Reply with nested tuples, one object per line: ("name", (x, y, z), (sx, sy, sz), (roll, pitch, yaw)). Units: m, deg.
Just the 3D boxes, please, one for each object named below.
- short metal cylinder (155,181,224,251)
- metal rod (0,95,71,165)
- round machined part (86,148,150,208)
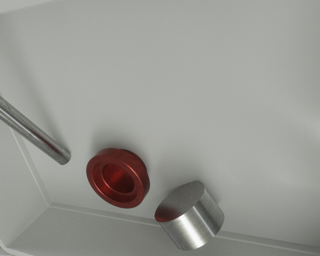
("short metal cylinder", (0.040, 0.119, 0.424), (0.080, 0.080, 0.050), (-26, 104, 37))
("metal rod", (-0.222, -0.032, 0.419), (0.025, 0.025, 0.300), (-1, 145, 29))
("round machined part", (-0.059, 0.071, 0.471), (0.098, 0.042, 0.097), (13, 124, 20))
